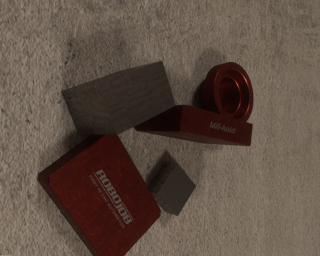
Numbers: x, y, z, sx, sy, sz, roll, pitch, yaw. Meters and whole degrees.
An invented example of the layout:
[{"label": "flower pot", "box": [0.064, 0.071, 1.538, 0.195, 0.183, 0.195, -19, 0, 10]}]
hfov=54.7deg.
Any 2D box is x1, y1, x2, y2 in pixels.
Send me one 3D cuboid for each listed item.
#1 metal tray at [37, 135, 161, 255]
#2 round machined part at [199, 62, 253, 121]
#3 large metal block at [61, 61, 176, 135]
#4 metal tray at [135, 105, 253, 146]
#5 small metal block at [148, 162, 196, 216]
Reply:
[{"label": "metal tray", "box": [-0.062, 0.078, 0.351, 0.090, 0.030, 0.129, -41, 115, -32]}, {"label": "round machined part", "box": [0.099, -0.049, 0.477, 0.099, 0.042, 0.097, 3, 85, -41]}, {"label": "large metal block", "box": [-0.045, -0.032, 0.333, 0.081, 0.080, 0.050, -29, 108, -37]}, {"label": "metal tray", "box": [0.046, -0.001, 0.403, 0.131, 0.090, 0.030, 12, 83, -40]}, {"label": "small metal block", "box": [0.015, 0.082, 0.420, 0.050, 0.025, 0.050, 52, 59, -28]}]
